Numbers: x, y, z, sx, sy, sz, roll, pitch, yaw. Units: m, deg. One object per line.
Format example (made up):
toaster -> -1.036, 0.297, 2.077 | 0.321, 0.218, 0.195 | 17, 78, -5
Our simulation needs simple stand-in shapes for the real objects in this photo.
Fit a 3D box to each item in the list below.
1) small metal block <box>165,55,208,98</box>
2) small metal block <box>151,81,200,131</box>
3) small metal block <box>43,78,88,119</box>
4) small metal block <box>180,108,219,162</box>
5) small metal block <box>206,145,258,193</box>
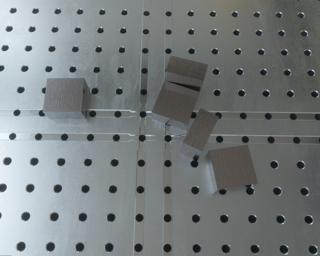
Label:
small metal block -> 0.035, -0.069, 0.424 | 0.050, 0.050, 0.025 | 15, 71, 5
small metal block -> 0.021, -0.030, 0.423 | 0.050, 0.025, 0.050 | 19, 71, 6
small metal block -> -0.128, -0.040, 0.425 | 0.050, 0.025, 0.050 | 0, 70, -1
small metal block -> 0.050, 0.010, 0.396 | 0.025, 0.050, 0.050 | 26, 72, 9
small metal block -> 0.090, 0.052, 0.394 | 0.050, 0.025, 0.050 | -8, 70, -4
